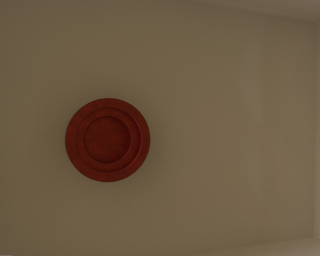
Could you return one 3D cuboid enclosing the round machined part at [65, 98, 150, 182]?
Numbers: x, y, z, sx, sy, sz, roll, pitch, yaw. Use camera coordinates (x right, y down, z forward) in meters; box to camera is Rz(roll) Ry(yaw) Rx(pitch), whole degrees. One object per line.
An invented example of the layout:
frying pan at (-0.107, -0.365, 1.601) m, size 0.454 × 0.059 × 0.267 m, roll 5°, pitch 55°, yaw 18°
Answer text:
round machined part at (-0.065, 0.014, 0.377) m, size 0.099 × 0.042 × 0.097 m, roll 0°, pitch 90°, yaw -20°
